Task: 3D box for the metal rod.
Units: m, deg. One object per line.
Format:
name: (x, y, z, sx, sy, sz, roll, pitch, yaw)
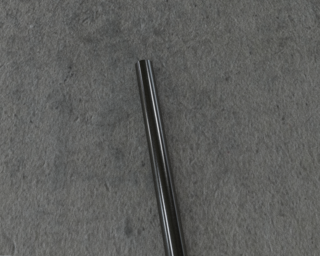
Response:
metal rod: (0.001, 0.048, 0.390, 0.025, 0.025, 0.299, -9, 70, -4)
